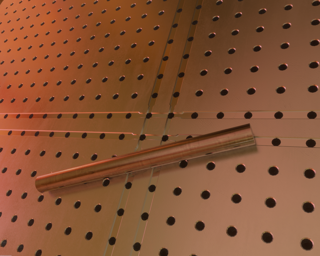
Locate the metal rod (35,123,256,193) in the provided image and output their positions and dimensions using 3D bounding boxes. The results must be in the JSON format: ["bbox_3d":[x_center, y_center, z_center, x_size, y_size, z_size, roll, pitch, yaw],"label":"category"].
[{"bbox_3d":[-0.033,0.044,0.397,0.301,0.025,0.025,-15,56,19],"label":"metal rod"}]
